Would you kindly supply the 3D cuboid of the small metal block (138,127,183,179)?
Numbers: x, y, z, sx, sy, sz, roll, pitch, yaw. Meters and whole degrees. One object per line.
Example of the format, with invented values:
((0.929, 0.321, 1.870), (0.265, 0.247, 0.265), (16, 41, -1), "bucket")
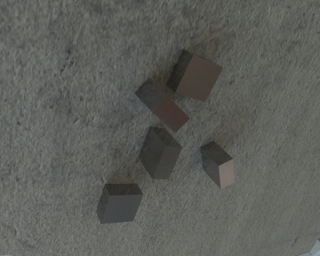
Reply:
((-0.001, 0.033, 0.412), (0.025, 0.050, 0.050), (8, 115, -32), "small metal block")

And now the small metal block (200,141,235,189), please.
((0.088, 0.057, 0.476), (0.025, 0.050, 0.050), (-24, 127, -14), "small metal block")

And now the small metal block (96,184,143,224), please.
((-0.058, 0.108, 0.443), (0.050, 0.025, 0.050), (6, 116, -31), "small metal block")

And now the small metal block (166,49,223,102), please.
((0.044, -0.065, 0.392), (0.050, 0.025, 0.050), (13, 111, -34), "small metal block")

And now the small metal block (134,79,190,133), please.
((0.002, -0.027, 0.377), (0.025, 0.050, 0.050), (-46, 130, 3), "small metal block")
